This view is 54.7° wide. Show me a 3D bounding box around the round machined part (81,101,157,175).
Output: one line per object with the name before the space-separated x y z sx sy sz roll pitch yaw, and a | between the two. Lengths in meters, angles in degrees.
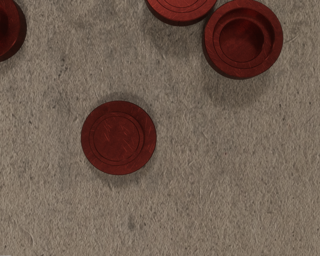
round machined part | -0.054 0.013 0.401 0.099 0.042 0.097 0 90 -1

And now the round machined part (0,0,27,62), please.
round machined part | -0.230 -0.136 0.398 0.099 0.042 0.097 0 90 -1

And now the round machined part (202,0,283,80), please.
round machined part | 0.104 -0.111 0.403 0.099 0.042 0.097 0 90 -1

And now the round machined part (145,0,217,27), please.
round machined part | 0.027 -0.180 0.402 0.099 0.042 0.097 0 90 -1
